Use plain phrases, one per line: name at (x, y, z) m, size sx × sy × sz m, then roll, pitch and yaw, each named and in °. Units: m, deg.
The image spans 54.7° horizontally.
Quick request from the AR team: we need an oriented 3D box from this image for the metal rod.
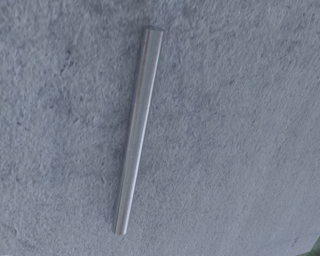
metal rod at (-0.034, 0.022, 0.403) m, size 0.025 × 0.025 × 0.298 m, roll -3°, pitch 120°, yaw -27°
